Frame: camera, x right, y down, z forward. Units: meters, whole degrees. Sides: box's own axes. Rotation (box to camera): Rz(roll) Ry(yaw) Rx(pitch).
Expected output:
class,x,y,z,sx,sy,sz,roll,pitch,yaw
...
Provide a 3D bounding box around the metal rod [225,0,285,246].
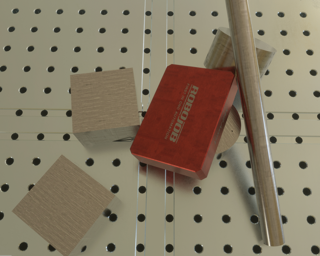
class,x,y,z,sx,sy,sz,roll,pitch,yaw
metal rod,0.109,-0.013,0.357,0.025,0.025,0.298,-10,93,-4

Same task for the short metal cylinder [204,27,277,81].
class,x,y,z,sx,sy,sz,roll,pitch,yaw
short metal cylinder,0.105,-0.095,0.412,0.080,0.050,0.080,17,29,-9

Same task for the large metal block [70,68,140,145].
class,x,y,z,sx,sy,sz,roll,pitch,yaw
large metal block,-0.070,-0.027,0.408,0.081,0.050,0.080,-7,70,-3

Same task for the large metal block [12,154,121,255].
class,x,y,z,sx,sy,sz,roll,pitch,yaw
large metal block,-0.106,0.091,0.364,0.080,0.050,0.080,35,74,12

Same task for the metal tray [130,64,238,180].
class,x,y,z,sx,sy,sz,roll,pitch,yaw
metal tray,0.031,-0.012,0.374,0.090,0.030,0.130,13,69,26

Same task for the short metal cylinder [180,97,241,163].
class,x,y,z,sx,sy,sz,roll,pitch,yaw
short metal cylinder,0.058,0.002,0.398,0.080,0.050,0.080,0,70,0
